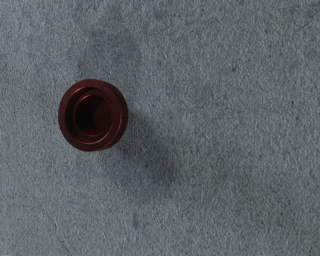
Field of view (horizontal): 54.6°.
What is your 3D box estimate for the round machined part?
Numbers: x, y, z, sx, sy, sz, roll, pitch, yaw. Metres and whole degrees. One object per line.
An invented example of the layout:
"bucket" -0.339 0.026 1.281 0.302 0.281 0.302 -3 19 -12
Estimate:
"round machined part" -0.088 -0.017 0.432 0.098 0.042 0.097 0 90 20
